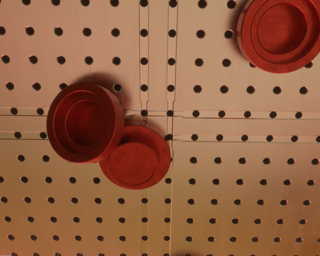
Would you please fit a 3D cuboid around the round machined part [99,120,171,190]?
[{"bbox_3d":[-0.035,0.042,0.420,0.099,0.042,0.097,0,110,0],"label":"round machined part"}]

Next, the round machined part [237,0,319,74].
[{"bbox_3d":[0.139,-0.116,0.363,0.099,0.042,0.097,0,110,0],"label":"round machined part"}]

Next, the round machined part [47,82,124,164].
[{"bbox_3d":[-0.088,-0.005,0.386,0.098,0.042,0.098,-2,85,21],"label":"round machined part"}]
